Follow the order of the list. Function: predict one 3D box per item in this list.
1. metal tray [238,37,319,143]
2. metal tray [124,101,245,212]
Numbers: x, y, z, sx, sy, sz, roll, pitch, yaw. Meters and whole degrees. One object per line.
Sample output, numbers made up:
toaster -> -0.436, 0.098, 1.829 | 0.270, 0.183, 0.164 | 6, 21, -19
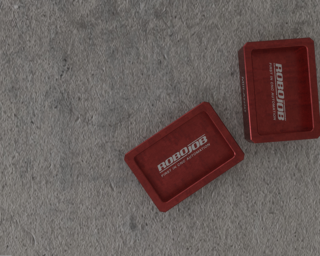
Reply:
metal tray -> 0.156, -0.048, 0.408 | 0.091, 0.030, 0.129 | -5, 90, 0
metal tray -> 0.031, 0.037, 0.407 | 0.130, 0.030, 0.090 | -34, 90, 0
